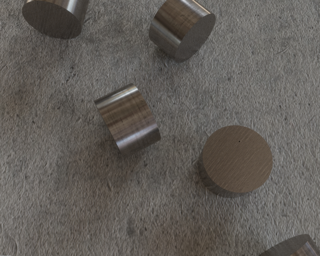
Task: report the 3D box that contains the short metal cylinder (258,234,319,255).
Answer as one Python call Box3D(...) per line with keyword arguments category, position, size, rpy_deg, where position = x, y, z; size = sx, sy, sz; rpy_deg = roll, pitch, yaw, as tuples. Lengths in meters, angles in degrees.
Box3D(category="short metal cylinder", position=(0.136, 0.154, 0.323), size=(0.080, 0.080, 0.050), rpy_deg=(-28, 73, -10))

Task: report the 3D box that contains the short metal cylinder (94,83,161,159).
Box3D(category="short metal cylinder", position=(-0.040, -0.009, 0.382), size=(0.050, 0.080, 0.080), rpy_deg=(-28, 73, -9))

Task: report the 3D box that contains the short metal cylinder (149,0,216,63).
Box3D(category="short metal cylinder", position=(0.031, -0.138, 0.429), size=(0.080, 0.080, 0.050), rpy_deg=(-43, 76, -14))

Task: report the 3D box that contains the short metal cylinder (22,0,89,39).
Box3D(category="short metal cylinder", position=(-0.147, -0.172, 0.441), size=(0.080, 0.080, 0.050), rpy_deg=(7, 70, 2))

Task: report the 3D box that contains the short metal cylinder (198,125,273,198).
Box3D(category="short metal cylinder", position=(0.089, 0.043, 0.380), size=(0.081, 0.050, 0.080), rpy_deg=(0, 70, 0))
